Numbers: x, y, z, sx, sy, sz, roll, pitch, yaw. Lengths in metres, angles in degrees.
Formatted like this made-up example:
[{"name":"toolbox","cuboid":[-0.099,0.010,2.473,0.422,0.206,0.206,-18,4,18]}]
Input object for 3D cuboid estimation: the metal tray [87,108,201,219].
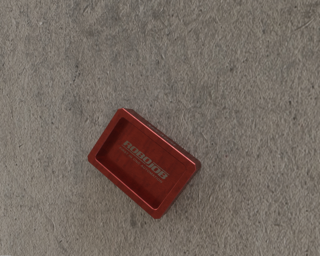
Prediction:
[{"name":"metal tray","cuboid":[-0.023,0.045,0.415,0.130,0.030,0.090,38,102,15]}]
